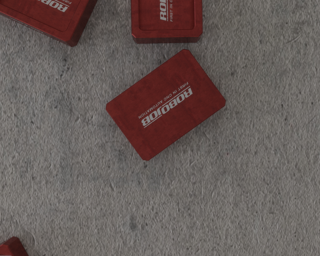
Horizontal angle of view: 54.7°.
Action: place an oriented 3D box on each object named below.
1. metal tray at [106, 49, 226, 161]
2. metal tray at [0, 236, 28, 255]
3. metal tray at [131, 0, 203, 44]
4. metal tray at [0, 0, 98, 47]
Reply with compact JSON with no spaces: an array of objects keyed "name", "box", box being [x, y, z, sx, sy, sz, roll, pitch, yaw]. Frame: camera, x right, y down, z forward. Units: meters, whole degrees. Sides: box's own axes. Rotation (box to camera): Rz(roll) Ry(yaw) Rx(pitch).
[{"name":"metal tray","box":[0.007,-0.029,0.407,0.130,0.030,0.090,-36,90,0]},{"name":"metal tray","box":[-0.202,0.223,0.405,0.090,0.030,0.130,-29,90,0]},{"name":"metal tray","box":[0.008,-0.180,0.407,0.091,0.030,0.129,-1,90,0]},{"name":"metal tray","box":[-0.156,-0.175,0.405,0.131,0.030,0.090,25,90,0]}]
